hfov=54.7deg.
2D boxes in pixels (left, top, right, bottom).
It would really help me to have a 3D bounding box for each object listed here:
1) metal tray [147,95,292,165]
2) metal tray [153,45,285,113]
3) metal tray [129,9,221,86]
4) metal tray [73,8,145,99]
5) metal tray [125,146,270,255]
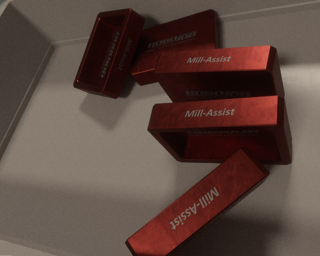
[{"bbox_3d":[0.064,0.007,0.325,0.130,0.090,0.030,-2,61,27],"label":"metal tray"},{"bbox_3d":[0.069,-0.050,0.357,0.130,0.090,0.030,4,64,30],"label":"metal tray"},{"bbox_3d":[0.022,-0.119,0.462,0.130,0.030,0.090,-9,58,22],"label":"metal tray"},{"bbox_3d":[-0.081,-0.115,0.479,0.090,0.030,0.129,16,86,46],"label":"metal tray"},{"bbox_3d":[0.039,0.077,0.292,0.130,0.090,0.030,-39,69,1],"label":"metal tray"}]
